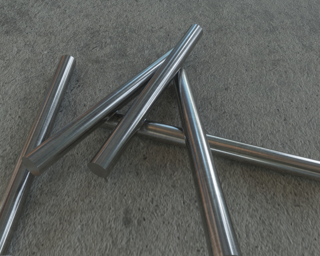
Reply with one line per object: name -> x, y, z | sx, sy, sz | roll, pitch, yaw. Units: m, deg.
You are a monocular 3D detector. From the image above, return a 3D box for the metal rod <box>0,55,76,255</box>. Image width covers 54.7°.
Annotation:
metal rod -> -0.154, 0.009, 0.394 | 0.025, 0.025, 0.300 | 3, 50, 2

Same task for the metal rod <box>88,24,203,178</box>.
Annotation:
metal rod -> -0.003, -0.057, 0.419 | 0.025, 0.025, 0.301 | 19, 51, 15

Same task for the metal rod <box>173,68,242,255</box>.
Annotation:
metal rod -> 0.041, 0.011, 0.352 | 0.025, 0.025, 0.300 | -3, 38, -3

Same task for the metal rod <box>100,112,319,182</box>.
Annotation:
metal rod -> 0.058, 0.020, 0.386 | 0.301, 0.025, 0.025 | 14, 51, 11

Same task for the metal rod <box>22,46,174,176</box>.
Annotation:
metal rod -> -0.050, -0.042, 0.409 | 0.025, 0.025, 0.302 | 26, 46, 20
